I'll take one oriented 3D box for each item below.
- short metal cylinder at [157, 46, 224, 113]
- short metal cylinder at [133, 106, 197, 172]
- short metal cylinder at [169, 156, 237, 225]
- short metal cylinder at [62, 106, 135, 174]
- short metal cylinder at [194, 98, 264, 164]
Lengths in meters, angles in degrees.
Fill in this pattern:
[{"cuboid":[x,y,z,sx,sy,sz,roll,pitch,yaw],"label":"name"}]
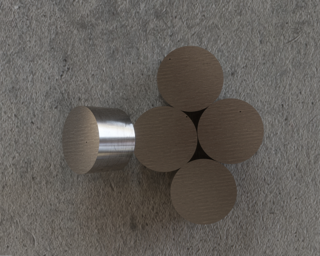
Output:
[{"cuboid":[0.037,-0.060,0.399,0.081,0.050,0.080,0,90,0],"label":"short metal cylinder"},{"cuboid":[0.005,0.013,0.398,0.081,0.050,0.080,0,90,0],"label":"short metal cylinder"},{"cuboid":[0.053,0.077,0.399,0.081,0.050,0.080,0,90,0],"label":"short metal cylinder"},{"cuboid":[-0.076,0.014,0.377,0.080,0.050,0.080,-2,88,44],"label":"short metal cylinder"},{"cuboid":[0.085,0.004,0.399,0.081,0.050,0.080,0,90,0],"label":"short metal cylinder"}]
